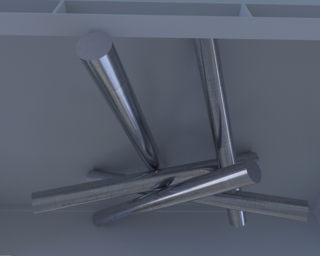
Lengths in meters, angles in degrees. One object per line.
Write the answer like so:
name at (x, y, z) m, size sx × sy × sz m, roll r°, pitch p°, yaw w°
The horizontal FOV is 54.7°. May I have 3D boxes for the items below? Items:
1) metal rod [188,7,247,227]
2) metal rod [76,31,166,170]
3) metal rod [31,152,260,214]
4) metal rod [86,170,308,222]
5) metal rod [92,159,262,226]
metal rod at (0.077, 0.009, 0.381) m, size 0.025 × 0.025 × 0.298 m, roll -11°, pitch 119°, yaw 9°
metal rod at (-0.021, 0.008, 0.338) m, size 0.025 × 0.025 × 0.299 m, roll -8°, pitch 154°, yaw 6°
metal rod at (-0.003, 0.066, 0.403) m, size 0.303 × 0.025 × 0.025 m, roll -8°, pitch 133°, yaw -20°
metal rod at (0.034, 0.087, 0.420) m, size 0.301 × 0.025 × 0.025 m, roll 4°, pitch 133°, yaw 21°
metal rod at (-0.004, 0.096, 0.407) m, size 0.025 × 0.025 × 0.299 m, roll 34°, pitch 139°, yaw -26°
